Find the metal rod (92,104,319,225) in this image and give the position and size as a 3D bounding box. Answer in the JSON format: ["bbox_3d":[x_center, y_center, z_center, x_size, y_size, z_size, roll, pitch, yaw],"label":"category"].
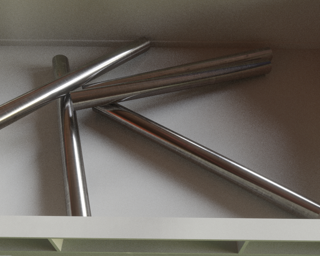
[{"bbox_3d":[0.040,0.029,0.380,0.300,0.025,0.025,26,55,20],"label":"metal rod"}]

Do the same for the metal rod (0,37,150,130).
[{"bbox_3d":[-0.118,-0.068,0.432,0.025,0.025,0.302,31,47,23],"label":"metal rod"}]

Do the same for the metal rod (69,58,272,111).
[{"bbox_3d":[0.028,-0.066,0.440,0.302,0.025,0.025,-13,51,-19],"label":"metal rod"}]

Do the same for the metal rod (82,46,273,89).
[{"bbox_3d":[0.034,-0.085,0.476,0.302,0.025,0.025,-14,52,-12],"label":"metal rod"}]

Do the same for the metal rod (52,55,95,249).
[{"bbox_3d":[-0.118,0.004,0.400,0.025,0.025,0.300,-12,51,-10],"label":"metal rod"}]
